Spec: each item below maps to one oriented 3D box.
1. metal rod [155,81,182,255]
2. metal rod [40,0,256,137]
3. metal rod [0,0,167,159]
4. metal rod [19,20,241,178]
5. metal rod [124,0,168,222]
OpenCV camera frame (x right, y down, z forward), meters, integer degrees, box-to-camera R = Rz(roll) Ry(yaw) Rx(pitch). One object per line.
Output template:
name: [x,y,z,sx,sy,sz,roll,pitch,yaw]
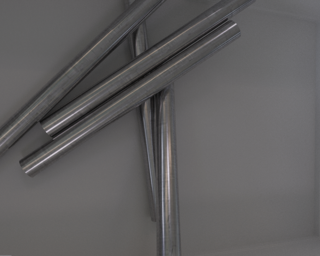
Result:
metal rod: [0.008,0.053,0.349,0.025,0.025,0.299,9,62,-20]
metal rod: [-0.010,-0.084,0.377,0.301,0.025,0.025,-35,102,-5]
metal rod: [-0.096,-0.067,0.358,0.300,0.025,0.025,-46,105,-8]
metal rod: [-0.030,-0.039,0.371,0.301,0.025,0.025,-35,102,-6]
metal rod: [-0.017,-0.028,0.403,0.025,0.025,0.298,-8,93,-20]
